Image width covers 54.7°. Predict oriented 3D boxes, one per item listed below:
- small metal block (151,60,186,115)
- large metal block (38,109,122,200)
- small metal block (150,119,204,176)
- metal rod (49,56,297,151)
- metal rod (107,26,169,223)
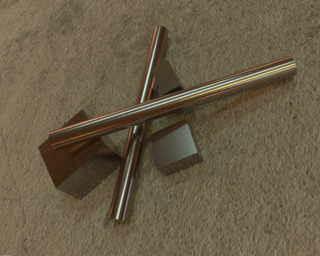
[{"bbox_3d":[0.017,-0.053,0.411,0.025,0.050,0.050,-29,52,9],"label":"small metal block"},{"bbox_3d":[-0.107,0.035,0.420,0.080,0.050,0.080,-41,51,0],"label":"large metal block"},{"bbox_3d":[0.020,0.024,0.378,0.050,0.025,0.050,-24,53,13],"label":"small metal block"},{"bbox_3d":[0.013,-0.029,0.375,0.301,0.025,0.025,-17,54,3],"label":"metal rod"},{"bbox_3d":[-0.024,-0.023,0.428,0.025,0.025,0.299,-3,60,26],"label":"metal rod"}]
